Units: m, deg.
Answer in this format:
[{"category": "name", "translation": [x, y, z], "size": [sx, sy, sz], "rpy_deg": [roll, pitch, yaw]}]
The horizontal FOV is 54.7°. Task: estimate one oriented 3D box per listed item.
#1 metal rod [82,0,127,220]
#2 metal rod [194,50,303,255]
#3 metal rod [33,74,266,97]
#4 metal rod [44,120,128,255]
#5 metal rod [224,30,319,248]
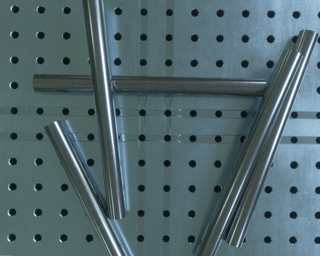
[{"category": "metal rod", "translation": [-0.069, -0.030, 0.390], "size": [0.025, 0.025, 0.298], "rpy_deg": [-5, 99, 0]}, {"category": "metal rod", "translation": [0.112, 0.043, 0.404], "size": [0.025, 0.025, 0.298], "rpy_deg": [22, 94, -1]}, {"category": "metal rod", "translation": [-0.013, -0.057, 0.413], "size": [0.302, 0.025, 0.025], "rpy_deg": [1, 90, -1]}, {"category": "metal rod", "translation": [-0.077, 0.129, 0.412], "size": [0.025, 0.025, 0.299], "rpy_deg": [-26, 90, 0]}, {"category": "metal rod", "translation": [0.148, 0.014, 0.415], "size": [0.025, 0.025, 0.299], "rpy_deg": [20, 90, -1]}]
